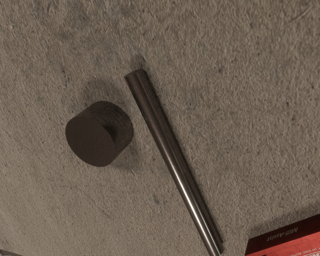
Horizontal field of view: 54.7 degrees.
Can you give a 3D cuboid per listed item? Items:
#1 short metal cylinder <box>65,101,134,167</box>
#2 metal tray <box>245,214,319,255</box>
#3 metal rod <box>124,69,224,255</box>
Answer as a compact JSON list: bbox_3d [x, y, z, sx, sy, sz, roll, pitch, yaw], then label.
[{"bbox_3d":[-0.085,0.008,0.438,0.080,0.050,0.079,13,124,20],"label":"short metal cylinder"},{"bbox_3d":[0.191,0.172,0.408,0.090,0.030,0.129,46,129,-5],"label":"metal tray"},{"bbox_3d":[0.027,0.060,0.428,0.025,0.025,0.299,-12,113,33],"label":"metal rod"}]
